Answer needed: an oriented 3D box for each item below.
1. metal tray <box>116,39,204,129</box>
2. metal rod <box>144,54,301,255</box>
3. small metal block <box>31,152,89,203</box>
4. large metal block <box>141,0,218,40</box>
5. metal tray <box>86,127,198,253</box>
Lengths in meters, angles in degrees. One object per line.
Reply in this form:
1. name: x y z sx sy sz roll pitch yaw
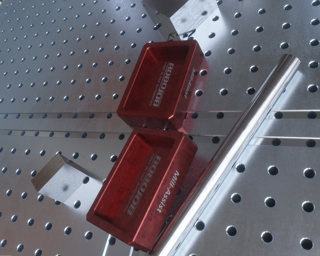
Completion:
1. metal tray: 0.002 -0.064 0.442 0.090 0.030 0.130 5 64 30
2. metal rod: 0.071 0.038 0.347 0.025 0.025 0.300 29 77 37
3. small metal block: -0.134 0.068 0.419 0.050 0.050 0.025 -47 52 -5
4. large metal block: 0.031 -0.197 0.496 0.080 0.050 0.080 -44 51 -2
5. metal tray: -0.022 0.063 0.360 0.090 0.030 0.130 7 62 47
